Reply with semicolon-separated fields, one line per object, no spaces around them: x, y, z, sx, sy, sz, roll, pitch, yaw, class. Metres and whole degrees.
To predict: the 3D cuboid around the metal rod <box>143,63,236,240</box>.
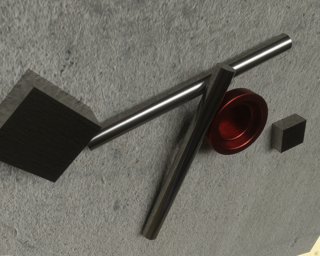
0.031;0.050;0.438;0.025;0.025;0.298;3;123;-30;metal rod

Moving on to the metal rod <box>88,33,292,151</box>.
0.043;-0.051;0.400;0.302;0.025;0.025;-28;128;-12;metal rod

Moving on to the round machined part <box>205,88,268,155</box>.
0.103;-0.013;0.446;0.099;0.042;0.097;-14;125;-21;round machined part

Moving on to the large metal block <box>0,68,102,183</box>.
-0.123;-0.001;0.324;0.080;0.050;0.080;-49;129;6;large metal block

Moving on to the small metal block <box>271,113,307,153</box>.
0.222;0.009;0.537;0.050;0.025;0.050;-22;127;-16;small metal block
